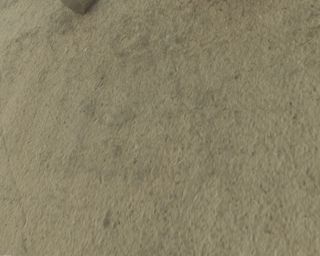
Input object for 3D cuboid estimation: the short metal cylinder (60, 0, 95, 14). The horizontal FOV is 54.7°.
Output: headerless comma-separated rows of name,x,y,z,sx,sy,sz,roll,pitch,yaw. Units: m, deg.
short metal cylinder,-0.172,-0.279,0.627,0.080,0.080,0.050,27,76,37
